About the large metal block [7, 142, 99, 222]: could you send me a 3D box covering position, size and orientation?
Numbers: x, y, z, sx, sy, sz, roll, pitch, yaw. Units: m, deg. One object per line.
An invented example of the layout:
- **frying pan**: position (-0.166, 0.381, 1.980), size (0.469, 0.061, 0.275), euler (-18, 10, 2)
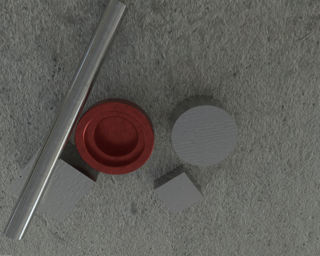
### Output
- **large metal block**: position (-0.139, 0.065, 0.419), size (0.080, 0.050, 0.080), euler (38, 106, -13)

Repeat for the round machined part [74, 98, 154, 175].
- **round machined part**: position (-0.057, 0.008, 0.403), size (0.099, 0.042, 0.097), euler (0, 110, -1)

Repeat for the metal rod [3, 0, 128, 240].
- **metal rod**: position (-0.111, -0.008, 0.364), size (0.025, 0.025, 0.299), euler (25, 93, -9)

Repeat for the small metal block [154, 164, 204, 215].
- **small metal block**: position (0.026, 0.088, 0.443), size (0.050, 0.025, 0.050), euler (-33, 107, 11)

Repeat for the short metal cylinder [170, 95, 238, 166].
- **short metal cylinder**: position (0.054, 0.002, 0.398), size (0.081, 0.050, 0.079), euler (0, 110, -1)
